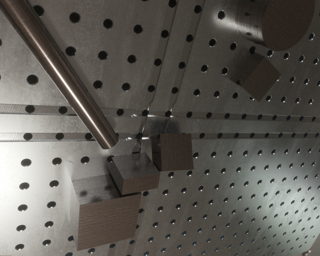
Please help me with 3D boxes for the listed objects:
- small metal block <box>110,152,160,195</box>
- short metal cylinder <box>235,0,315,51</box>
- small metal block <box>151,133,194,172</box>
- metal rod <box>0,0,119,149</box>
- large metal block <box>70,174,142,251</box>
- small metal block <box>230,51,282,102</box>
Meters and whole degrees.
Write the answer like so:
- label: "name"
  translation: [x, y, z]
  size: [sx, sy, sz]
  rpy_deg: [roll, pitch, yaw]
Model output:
- label: "small metal block"
  translation: [-0.034, 0.060, 0.415]
  size: [0.050, 0.050, 0.025]
  rpy_deg: [-6, 121, -26]
- label: "short metal cylinder"
  translation: [0.143, -0.142, 0.387]
  size: [0.081, 0.050, 0.079]
  rpy_deg: [-14, 124, -21]
- label: "small metal block"
  translation: [0.017, 0.034, 0.427]
  size: [0.050, 0.025, 0.050]
  rpy_deg: [1, 81, -30]
- label: "metal rod"
  translation: [-0.117, -0.086, 0.294]
  size: [0.025, 0.025, 0.299]
  rpy_deg: [-33, 129, -7]
- label: "large metal block"
  translation: [-0.077, 0.112, 0.424]
  size: [0.081, 0.050, 0.079]
  rpy_deg: [-5, 121, -27]
- label: "small metal block"
  translation: [0.138, -0.073, 0.444]
  size: [0.050, 0.025, 0.050]
  rpy_deg: [30, 102, -38]
